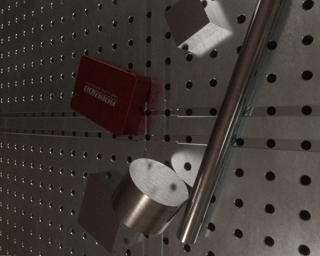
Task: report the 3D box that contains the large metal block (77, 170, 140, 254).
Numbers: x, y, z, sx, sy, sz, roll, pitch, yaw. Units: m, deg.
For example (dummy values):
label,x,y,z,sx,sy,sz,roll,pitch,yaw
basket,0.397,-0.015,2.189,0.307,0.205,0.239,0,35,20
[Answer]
label,x,y,z,sx,sy,sz,roll,pitch,yaw
large metal block,-0.067,0.117,0.446,0.080,0.050,0.079,26,106,36

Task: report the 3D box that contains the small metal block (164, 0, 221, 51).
label,x,y,z,sx,sy,sz,roll,pitch,yaw
small metal block,0.038,-0.131,0.376,0.050,0.025,0.050,-31,71,35

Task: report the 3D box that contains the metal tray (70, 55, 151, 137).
label,x,y,z,sx,sy,sz,roll,pitch,yaw
metal tray,-0.079,-0.051,0.469,0.130,0.030,0.089,27,107,36

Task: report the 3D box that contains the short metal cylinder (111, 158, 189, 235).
label,x,y,z,sx,sy,sz,roll,pitch,yaw
short metal cylinder,-0.012,0.083,0.382,0.080,0.081,0.050,46,117,30

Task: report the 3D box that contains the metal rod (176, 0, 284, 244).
label,x,y,z,sx,sy,sz,roll,pitch,yaw
metal rod,0.074,-0.004,0.346,0.025,0.025,0.298,27,107,36
